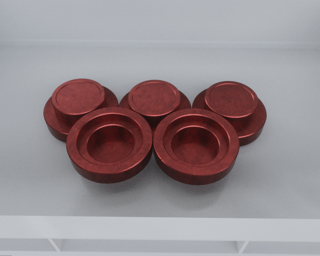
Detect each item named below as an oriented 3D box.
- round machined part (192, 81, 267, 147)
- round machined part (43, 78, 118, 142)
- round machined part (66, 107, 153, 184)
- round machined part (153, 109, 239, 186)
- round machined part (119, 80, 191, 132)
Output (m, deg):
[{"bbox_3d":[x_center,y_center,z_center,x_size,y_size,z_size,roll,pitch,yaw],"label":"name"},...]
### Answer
[{"bbox_3d":[0.092,-0.025,0.412,0.099,0.042,0.098,0,49,0],"label":"round machined part"},{"bbox_3d":[-0.105,-0.029,0.414,0.099,0.042,0.098,1,49,-1],"label":"round machined part"},{"bbox_3d":[-0.057,0.024,0.371,0.099,0.042,0.098,0,50,0],"label":"round machined part"},{"bbox_3d":[0.041,0.026,0.370,0.099,0.042,0.098,0,50,0],"label":"round machined part"},{"bbox_3d":[-0.007,-0.027,0.414,0.099,0.042,0.098,0,49,0],"label":"round machined part"}]
